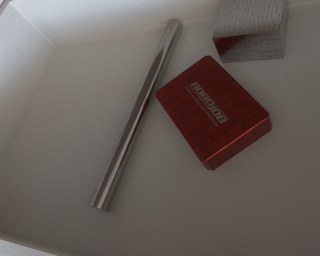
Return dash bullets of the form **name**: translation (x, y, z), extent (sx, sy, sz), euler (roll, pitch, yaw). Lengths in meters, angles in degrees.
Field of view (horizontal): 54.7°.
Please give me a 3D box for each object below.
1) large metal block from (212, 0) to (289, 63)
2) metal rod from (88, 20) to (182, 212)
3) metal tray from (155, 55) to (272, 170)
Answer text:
- **large metal block**: translation (0.122, -0.136, 0.409), extent (0.080, 0.050, 0.080), euler (2, 63, 28)
- **metal rod**: translation (-0.027, -0.031, 0.437), extent (0.025, 0.025, 0.300), euler (8, 65, 31)
- **metal tray**: translation (0.061, -0.024, 0.384), extent (0.090, 0.030, 0.130), euler (-36, 51, 4)
